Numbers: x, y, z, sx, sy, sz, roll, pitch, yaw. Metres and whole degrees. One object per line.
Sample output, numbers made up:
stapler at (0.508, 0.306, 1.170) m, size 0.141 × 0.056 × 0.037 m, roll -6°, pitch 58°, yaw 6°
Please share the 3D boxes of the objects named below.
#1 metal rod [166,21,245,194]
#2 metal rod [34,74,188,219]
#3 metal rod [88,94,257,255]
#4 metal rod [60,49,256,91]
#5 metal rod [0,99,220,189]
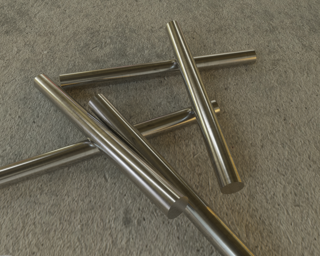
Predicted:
metal rod at (0.048, -0.051, 0.412) m, size 0.025 × 0.025 × 0.300 m, roll -8°, pitch 51°, yaw -7°
metal rod at (-0.079, 0.001, 0.368) m, size 0.025 × 0.025 × 0.300 m, roll -33°, pitch 48°, yaw -25°
metal rod at (0.018, 0.064, 0.329) m, size 0.025 × 0.025 × 0.300 m, roll -33°, pitch 64°, yaw -25°
metal rod at (0.002, -0.091, 0.479) m, size 0.302 × 0.025 × 0.025 m, roll -9°, pitch 51°, yaw -8°
metal rod at (-0.063, 0.018, 0.387) m, size 0.302 × 0.025 × 0.025 m, roll -18°, pitch 53°, yaw -15°
